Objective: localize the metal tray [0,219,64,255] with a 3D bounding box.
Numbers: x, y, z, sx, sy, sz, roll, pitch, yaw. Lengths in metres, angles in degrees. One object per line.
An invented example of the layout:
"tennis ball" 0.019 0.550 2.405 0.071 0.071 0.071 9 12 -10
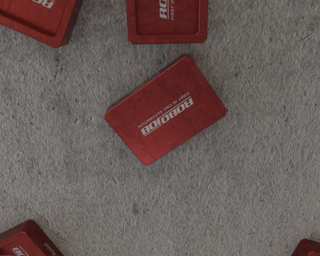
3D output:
"metal tray" -0.202 0.215 0.484 0.090 0.030 0.130 -28 108 9

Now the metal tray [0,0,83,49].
"metal tray" -0.156 -0.158 0.347 0.131 0.030 0.089 23 108 -9

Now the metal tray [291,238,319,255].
"metal tray" 0.272 0.237 0.497 0.131 0.030 0.089 18 109 -7

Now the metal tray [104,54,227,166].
"metal tray" 0.007 -0.022 0.399 0.130 0.030 0.090 -34 107 11

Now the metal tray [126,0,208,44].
"metal tray" 0.007 -0.162 0.347 0.091 0.030 0.129 -1 110 0
